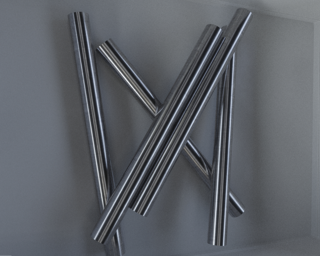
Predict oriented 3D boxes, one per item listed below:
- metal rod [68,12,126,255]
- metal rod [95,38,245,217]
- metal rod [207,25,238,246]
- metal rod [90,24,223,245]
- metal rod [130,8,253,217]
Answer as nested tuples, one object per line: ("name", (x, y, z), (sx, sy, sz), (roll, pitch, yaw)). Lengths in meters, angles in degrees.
("metal rod", (-0.077, 0.011, 0.382), (0.025, 0.025, 0.298), (-9, 93, -20))
("metal rod", (0.022, 0.009, 0.419), (0.025, 0.025, 0.300), (-43, 104, -15))
("metal rod", (0.087, 0.003, 0.425), (0.025, 0.025, 0.298), (9, 80, -20))
("metal rod", (0.001, 0.000, 0.384), (0.025, 0.025, 0.299), (32, 79, -18))
("metal rod", (0.045, -0.028, 0.400), (0.025, 0.025, 0.299), (32, 79, -18))
